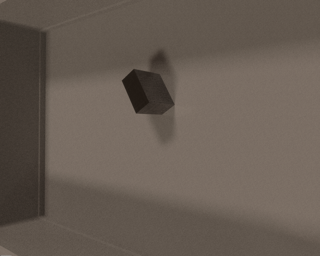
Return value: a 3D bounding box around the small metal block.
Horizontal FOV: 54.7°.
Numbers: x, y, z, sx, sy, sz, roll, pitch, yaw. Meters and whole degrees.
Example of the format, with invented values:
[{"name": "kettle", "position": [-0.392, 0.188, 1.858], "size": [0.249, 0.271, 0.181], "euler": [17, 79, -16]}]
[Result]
[{"name": "small metal block", "position": [-0.015, -0.046, 0.401], "size": [0.025, 0.050, 0.050], "euler": [-37, 67, 33]}]
